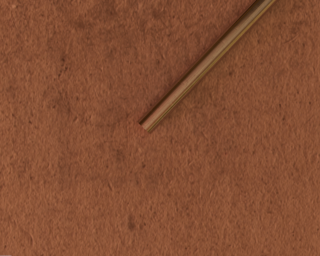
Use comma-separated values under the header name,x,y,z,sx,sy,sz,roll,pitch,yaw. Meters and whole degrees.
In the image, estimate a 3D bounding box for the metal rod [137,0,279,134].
name,x,y,z,sx,sy,sz,roll,pitch,yaw
metal rod,0.082,-0.109,0.410,0.025,0.025,0.300,44,90,-1
